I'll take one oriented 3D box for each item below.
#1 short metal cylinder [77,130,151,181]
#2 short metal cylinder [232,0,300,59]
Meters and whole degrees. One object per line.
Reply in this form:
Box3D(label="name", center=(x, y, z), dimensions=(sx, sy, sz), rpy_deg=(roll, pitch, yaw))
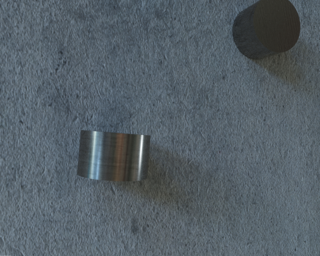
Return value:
Box3D(label="short metal cylinder", center=(-0.053, 0.030, 0.360), dimensions=(0.081, 0.080, 0.050), rpy_deg=(5, 89, -20))
Box3D(label="short metal cylinder", center=(0.154, -0.145, 0.452), dimensions=(0.081, 0.050, 0.080), rpy_deg=(0, 90, -20))
